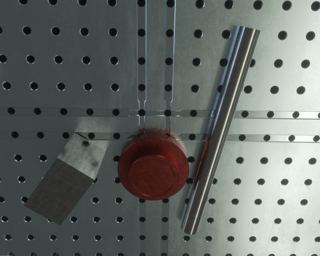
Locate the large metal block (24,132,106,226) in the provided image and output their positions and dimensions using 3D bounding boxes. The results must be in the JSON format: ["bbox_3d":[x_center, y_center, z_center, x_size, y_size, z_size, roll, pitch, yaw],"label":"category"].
[{"bbox_3d":[-0.121,0.064,0.406,0.050,0.080,0.080,35,106,-12],"label":"large metal block"}]

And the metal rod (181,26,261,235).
[{"bbox_3d":[0.076,0.017,0.420,0.025,0.025,0.298,12,110,-5],"label":"metal rod"}]

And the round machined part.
[{"bbox_3d":[-0.009,0.059,0.426,0.099,0.042,0.097,0,110,-1],"label":"round machined part"}]
